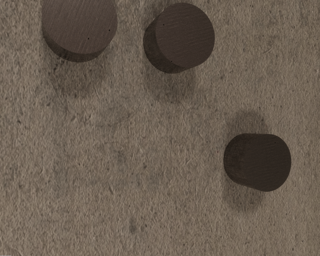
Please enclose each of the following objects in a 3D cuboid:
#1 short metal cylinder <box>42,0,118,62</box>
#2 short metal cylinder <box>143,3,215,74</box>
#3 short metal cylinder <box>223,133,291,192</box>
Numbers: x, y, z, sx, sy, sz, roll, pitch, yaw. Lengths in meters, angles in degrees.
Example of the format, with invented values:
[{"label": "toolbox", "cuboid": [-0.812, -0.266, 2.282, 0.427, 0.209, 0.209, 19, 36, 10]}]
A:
[{"label": "short metal cylinder", "cuboid": [-0.095, -0.121, 0.361, 0.081, 0.050, 0.079, 0, 90, -20]}, {"label": "short metal cylinder", "cuboid": [0.024, -0.115, 0.405, 0.081, 0.050, 0.079, 0, 90, -21]}, {"label": "short metal cylinder", "cuboid": [0.140, 0.048, 0.449, 0.081, 0.050, 0.079, 0, 90, -21]}]
